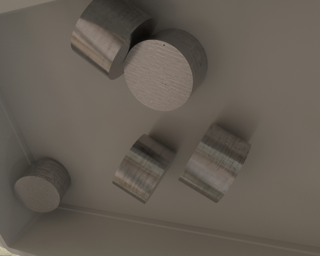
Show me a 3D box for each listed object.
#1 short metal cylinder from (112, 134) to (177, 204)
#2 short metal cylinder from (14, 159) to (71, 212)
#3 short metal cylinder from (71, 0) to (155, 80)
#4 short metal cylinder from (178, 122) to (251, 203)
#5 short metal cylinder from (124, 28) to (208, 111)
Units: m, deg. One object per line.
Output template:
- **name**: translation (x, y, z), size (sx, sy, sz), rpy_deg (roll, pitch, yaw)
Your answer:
- **short metal cylinder**: translation (-0.020, 0.055, 0.417), size (0.050, 0.080, 0.079), rpy_deg (32, 129, 8)
- **short metal cylinder**: translation (-0.207, 0.103, 0.551), size (0.080, 0.050, 0.079), rpy_deg (3, 118, 6)
- **short metal cylinder**: translation (-0.050, -0.100, 0.338), size (0.050, 0.080, 0.080), rpy_deg (38, 129, 3)
- **short metal cylinder**: translation (0.064, 0.040, 0.364), size (0.050, 0.080, 0.079), rpy_deg (31, 128, 9)
- **short metal cylinder**: translation (0.007, -0.066, 0.348), size (0.080, 0.050, 0.079), rpy_deg (13, 124, 21)
